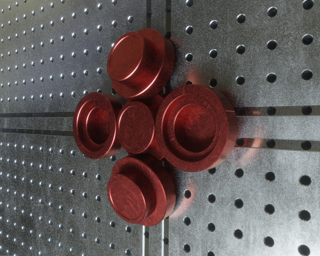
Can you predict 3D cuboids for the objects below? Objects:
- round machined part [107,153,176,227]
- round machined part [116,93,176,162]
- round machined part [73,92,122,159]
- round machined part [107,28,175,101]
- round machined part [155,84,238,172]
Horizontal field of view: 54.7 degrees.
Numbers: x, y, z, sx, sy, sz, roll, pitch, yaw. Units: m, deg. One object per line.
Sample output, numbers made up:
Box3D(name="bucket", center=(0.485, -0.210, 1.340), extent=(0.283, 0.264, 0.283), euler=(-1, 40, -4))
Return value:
Box3D(name="round machined part", center=(-0.031, 0.085, 0.407), extent=(0.098, 0.042, 0.097), euler=(14, 113, 36))
Box3D(name="round machined part", center=(-0.020, -0.001, 0.412), extent=(0.098, 0.042, 0.097), euler=(0, 90, 39))
Box3D(name="round machined part", center=(-0.084, -0.003, 0.464), extent=(0.098, 0.042, 0.097), euler=(0, 90, 39))
Box3D(name="round machined part", center=(-0.032, -0.087, 0.408), extent=(0.098, 0.042, 0.098), euler=(-15, 66, 37))
Box3D(name="round machined part", center=(0.045, 0.000, 0.359), extent=(0.098, 0.042, 0.097), euler=(0, 90, 39))
